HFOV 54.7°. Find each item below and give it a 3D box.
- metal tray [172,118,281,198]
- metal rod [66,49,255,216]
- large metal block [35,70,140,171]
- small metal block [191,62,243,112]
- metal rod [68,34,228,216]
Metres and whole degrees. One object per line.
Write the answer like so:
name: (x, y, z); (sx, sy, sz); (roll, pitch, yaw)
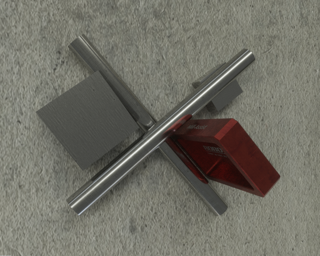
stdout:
metal tray: (0.073, 0.032, 0.382); (0.030, 0.130, 0.090); (-44, 104, -14)
metal rod: (0.012, -0.005, 0.389); (0.301, 0.025, 0.025); (-41, 103, -16)
large metal block: (-0.085, -0.009, 0.365); (0.080, 0.050, 0.080); (-39, 103, -16)
small metal block: (0.082, -0.058, 0.442); (0.050, 0.025, 0.050); (-37, 102, -16)
metal rod: (-0.007, 0.006, 0.409); (0.025, 0.025, 0.300); (-44, 104, -15)
